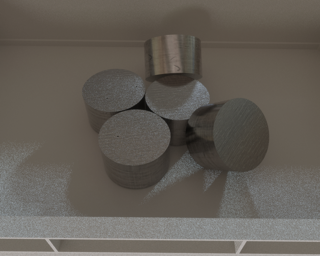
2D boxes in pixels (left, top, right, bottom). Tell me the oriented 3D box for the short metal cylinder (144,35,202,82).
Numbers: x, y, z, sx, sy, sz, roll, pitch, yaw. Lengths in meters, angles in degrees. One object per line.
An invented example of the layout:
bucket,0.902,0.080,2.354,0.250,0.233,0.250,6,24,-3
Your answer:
short metal cylinder,0.019,-0.095,0.438,0.081,0.080,0.050,-2,89,-2

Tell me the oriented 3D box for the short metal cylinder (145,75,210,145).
short metal cylinder,0.022,-0.024,0.407,0.081,0.050,0.080,0,50,0

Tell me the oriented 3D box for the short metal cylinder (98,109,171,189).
short metal cylinder,-0.028,0.024,0.366,0.081,0.050,0.080,0,50,0

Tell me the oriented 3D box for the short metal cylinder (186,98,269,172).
short metal cylinder,0.077,0.009,0.354,0.081,0.050,0.080,3,85,-29

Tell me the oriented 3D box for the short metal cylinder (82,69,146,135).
short metal cylinder,-0.059,-0.034,0.414,0.081,0.050,0.080,0,50,0
